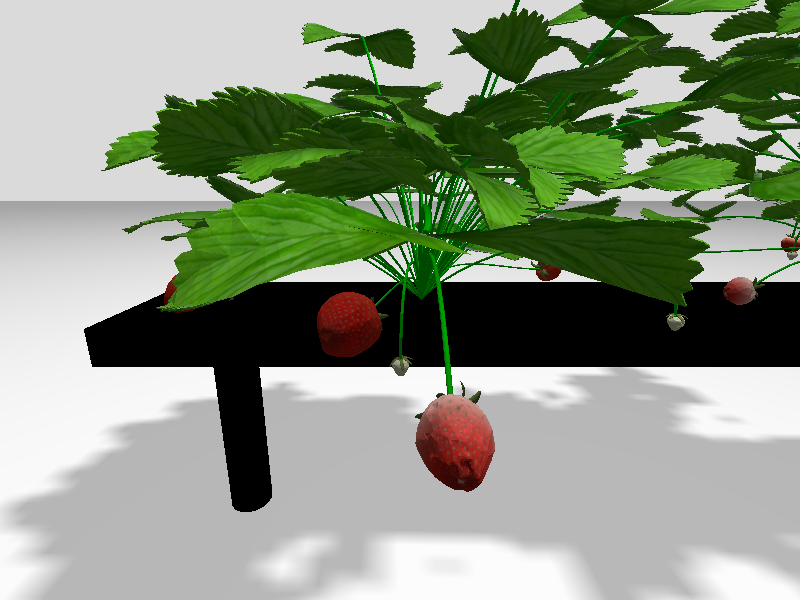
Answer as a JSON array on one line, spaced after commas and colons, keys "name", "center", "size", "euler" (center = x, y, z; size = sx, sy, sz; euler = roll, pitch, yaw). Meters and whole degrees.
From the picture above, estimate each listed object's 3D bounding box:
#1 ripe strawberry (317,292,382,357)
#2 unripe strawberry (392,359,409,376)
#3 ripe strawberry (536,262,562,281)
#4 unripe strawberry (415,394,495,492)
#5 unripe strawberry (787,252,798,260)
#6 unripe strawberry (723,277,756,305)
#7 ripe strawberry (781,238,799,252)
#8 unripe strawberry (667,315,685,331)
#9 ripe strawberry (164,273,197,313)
[{"name": "ripe strawberry", "center": [-0.032, 0.016, 0.235], "size": [0.038, 0.040, 0.041], "euler": [6, 17, 21]}, {"name": "unripe strawberry", "center": [0.000, 0.035, 0.206], "size": [0.009, 0.010, 0.010], "euler": [2, 16, 7]}, {"name": "ripe strawberry", "center": [0.161, -0.035, 0.427], "size": [0.028, 0.030, 0.026], "euler": [-7, 17, -26]}, {"name": "unripe strawberry", "center": [0.018, 0.048, 0.132], "size": [0.026, 0.030, 0.028], "euler": [0, 27, 0]}, {"name": "unripe strawberry", "center": [0.542, -0.061, 0.554], "size": [0.010, 0.011, 0.011], "euler": [6, 17, 19]}, {"name": "unripe strawberry", "center": [0.288, -0.007, 0.342], "size": [0.022, 0.023, 0.020], "euler": [-13, 17, -3]}, {"name": "ripe strawberry", "center": [0.584, -0.082, 0.597], "size": [0.024, 0.022, 0.022], "euler": [7, 17, 24]}, {"name": "unripe strawberry", "center": [0.176, 0.015, 0.256], "size": [0.010, 0.010, 0.011], "euler": [10, 19, 33]}, {"name": "ripe strawberry", "center": [-0.172, -0.005, 0.321], "size": [0.035, 0.030, 0.035], "euler": [-41, 19, 1]}]
